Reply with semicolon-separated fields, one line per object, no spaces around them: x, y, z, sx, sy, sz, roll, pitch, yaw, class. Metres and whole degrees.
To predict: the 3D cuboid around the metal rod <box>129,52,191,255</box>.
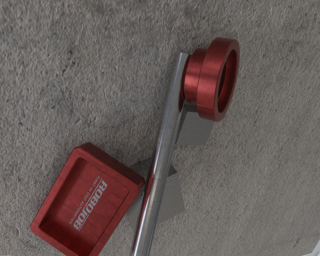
-0.003;0.057;0.384;0.025;0.025;0.298;9;96;-33;metal rod

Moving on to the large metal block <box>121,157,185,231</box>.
-0.016;0.093;0.440;0.081;0.050;0.080;-23;127;-15;large metal block

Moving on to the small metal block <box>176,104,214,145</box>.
0.045;-0.004;0.429;0.050;0.025;0.050;3;117;-30;small metal block

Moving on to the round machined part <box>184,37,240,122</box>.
0.061;-0.059;0.372;0.098;0.042;0.097;-47;144;-49;round machined part

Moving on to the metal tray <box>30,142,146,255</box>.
-0.089;0.094;0.379;0.090;0.030;0.129;33;103;4;metal tray
